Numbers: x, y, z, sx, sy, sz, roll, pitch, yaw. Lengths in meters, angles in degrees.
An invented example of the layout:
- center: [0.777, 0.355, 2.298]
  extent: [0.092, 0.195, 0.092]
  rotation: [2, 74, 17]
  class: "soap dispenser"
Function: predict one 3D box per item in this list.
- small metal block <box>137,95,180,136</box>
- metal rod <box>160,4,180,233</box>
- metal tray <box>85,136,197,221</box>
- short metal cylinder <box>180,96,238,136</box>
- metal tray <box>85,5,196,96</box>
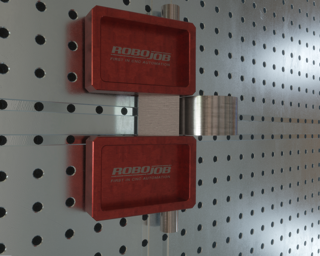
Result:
- center: [-0.003, -0.015, 0.388]
  extent: [0.050, 0.025, 0.050]
  rotation: [1, 90, -9]
  class: "small metal block"
- center: [0.013, -0.013, 0.415]
  extent: [0.025, 0.025, 0.298]
  rotation: [0, 90, -40]
  class: "metal rod"
- center: [-0.019, 0.054, 0.367]
  extent: [0.131, 0.030, 0.089]
  rotation: [0, 90, -28]
  class: "metal tray"
- center: [0.065, -0.016, 0.424]
  extent: [0.081, 0.080, 0.050]
  rotation: [0, 90, -40]
  class: "short metal cylinder"
- center: [-0.020, -0.085, 0.366]
  extent: [0.131, 0.030, 0.089]
  rotation: [0, 90, -28]
  class: "metal tray"
